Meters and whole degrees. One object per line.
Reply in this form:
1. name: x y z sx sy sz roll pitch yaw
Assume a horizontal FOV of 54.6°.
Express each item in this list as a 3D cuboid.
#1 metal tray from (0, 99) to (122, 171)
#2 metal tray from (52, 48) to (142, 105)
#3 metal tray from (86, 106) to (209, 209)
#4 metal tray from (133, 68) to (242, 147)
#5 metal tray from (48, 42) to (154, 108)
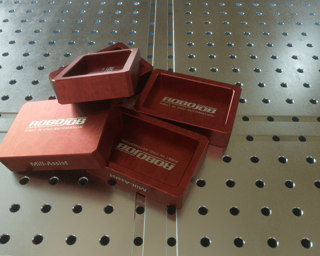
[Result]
1. metal tray: -0.120 0.005 0.377 0.130 0.030 0.090 -4 49 15
2. metal tray: -0.075 -0.073 0.410 0.090 0.030 0.130 -6 26 5
3. metal tray: -0.017 0.031 0.377 0.130 0.030 0.090 20 53 16
4. metal tray: 0.039 -0.032 0.430 0.130 0.030 0.090 14 52 11
5. metal tray: -0.085 -0.074 0.465 0.131 0.030 0.090 -32 56 -24
